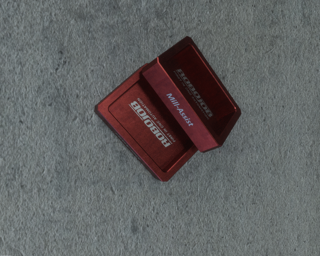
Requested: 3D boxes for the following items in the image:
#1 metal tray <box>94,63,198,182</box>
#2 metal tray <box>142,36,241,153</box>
[{"bbox_3d":[-0.008,-0.006,0.402,0.090,0.030,0.130,-44,104,-15],"label":"metal tray"},{"bbox_3d":[0.046,-0.045,0.397,0.130,0.030,0.090,53,44,-10],"label":"metal tray"}]
